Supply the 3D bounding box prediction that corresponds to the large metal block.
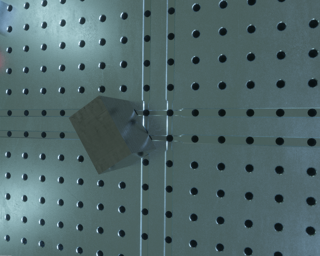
[{"bbox_3d":[-0.058,0.008,0.404,0.050,0.080,0.080,-33,79,17],"label":"large metal block"}]
